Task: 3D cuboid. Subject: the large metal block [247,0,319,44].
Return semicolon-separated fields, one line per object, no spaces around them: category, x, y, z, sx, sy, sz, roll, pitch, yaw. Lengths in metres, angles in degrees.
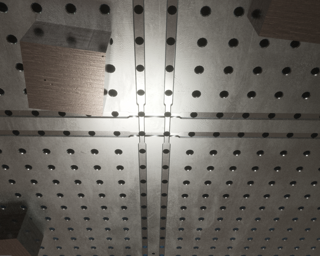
large metal block;0.138;-0.129;0.288;0.081;0.050;0.079;5;130;-5

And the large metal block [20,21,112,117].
large metal block;-0.099;-0.063;0.340;0.081;0.050;0.079;7;130;-6

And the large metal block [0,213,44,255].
large metal block;-0.273;0.202;0.564;0.080;0.050;0.080;-7;130;5
